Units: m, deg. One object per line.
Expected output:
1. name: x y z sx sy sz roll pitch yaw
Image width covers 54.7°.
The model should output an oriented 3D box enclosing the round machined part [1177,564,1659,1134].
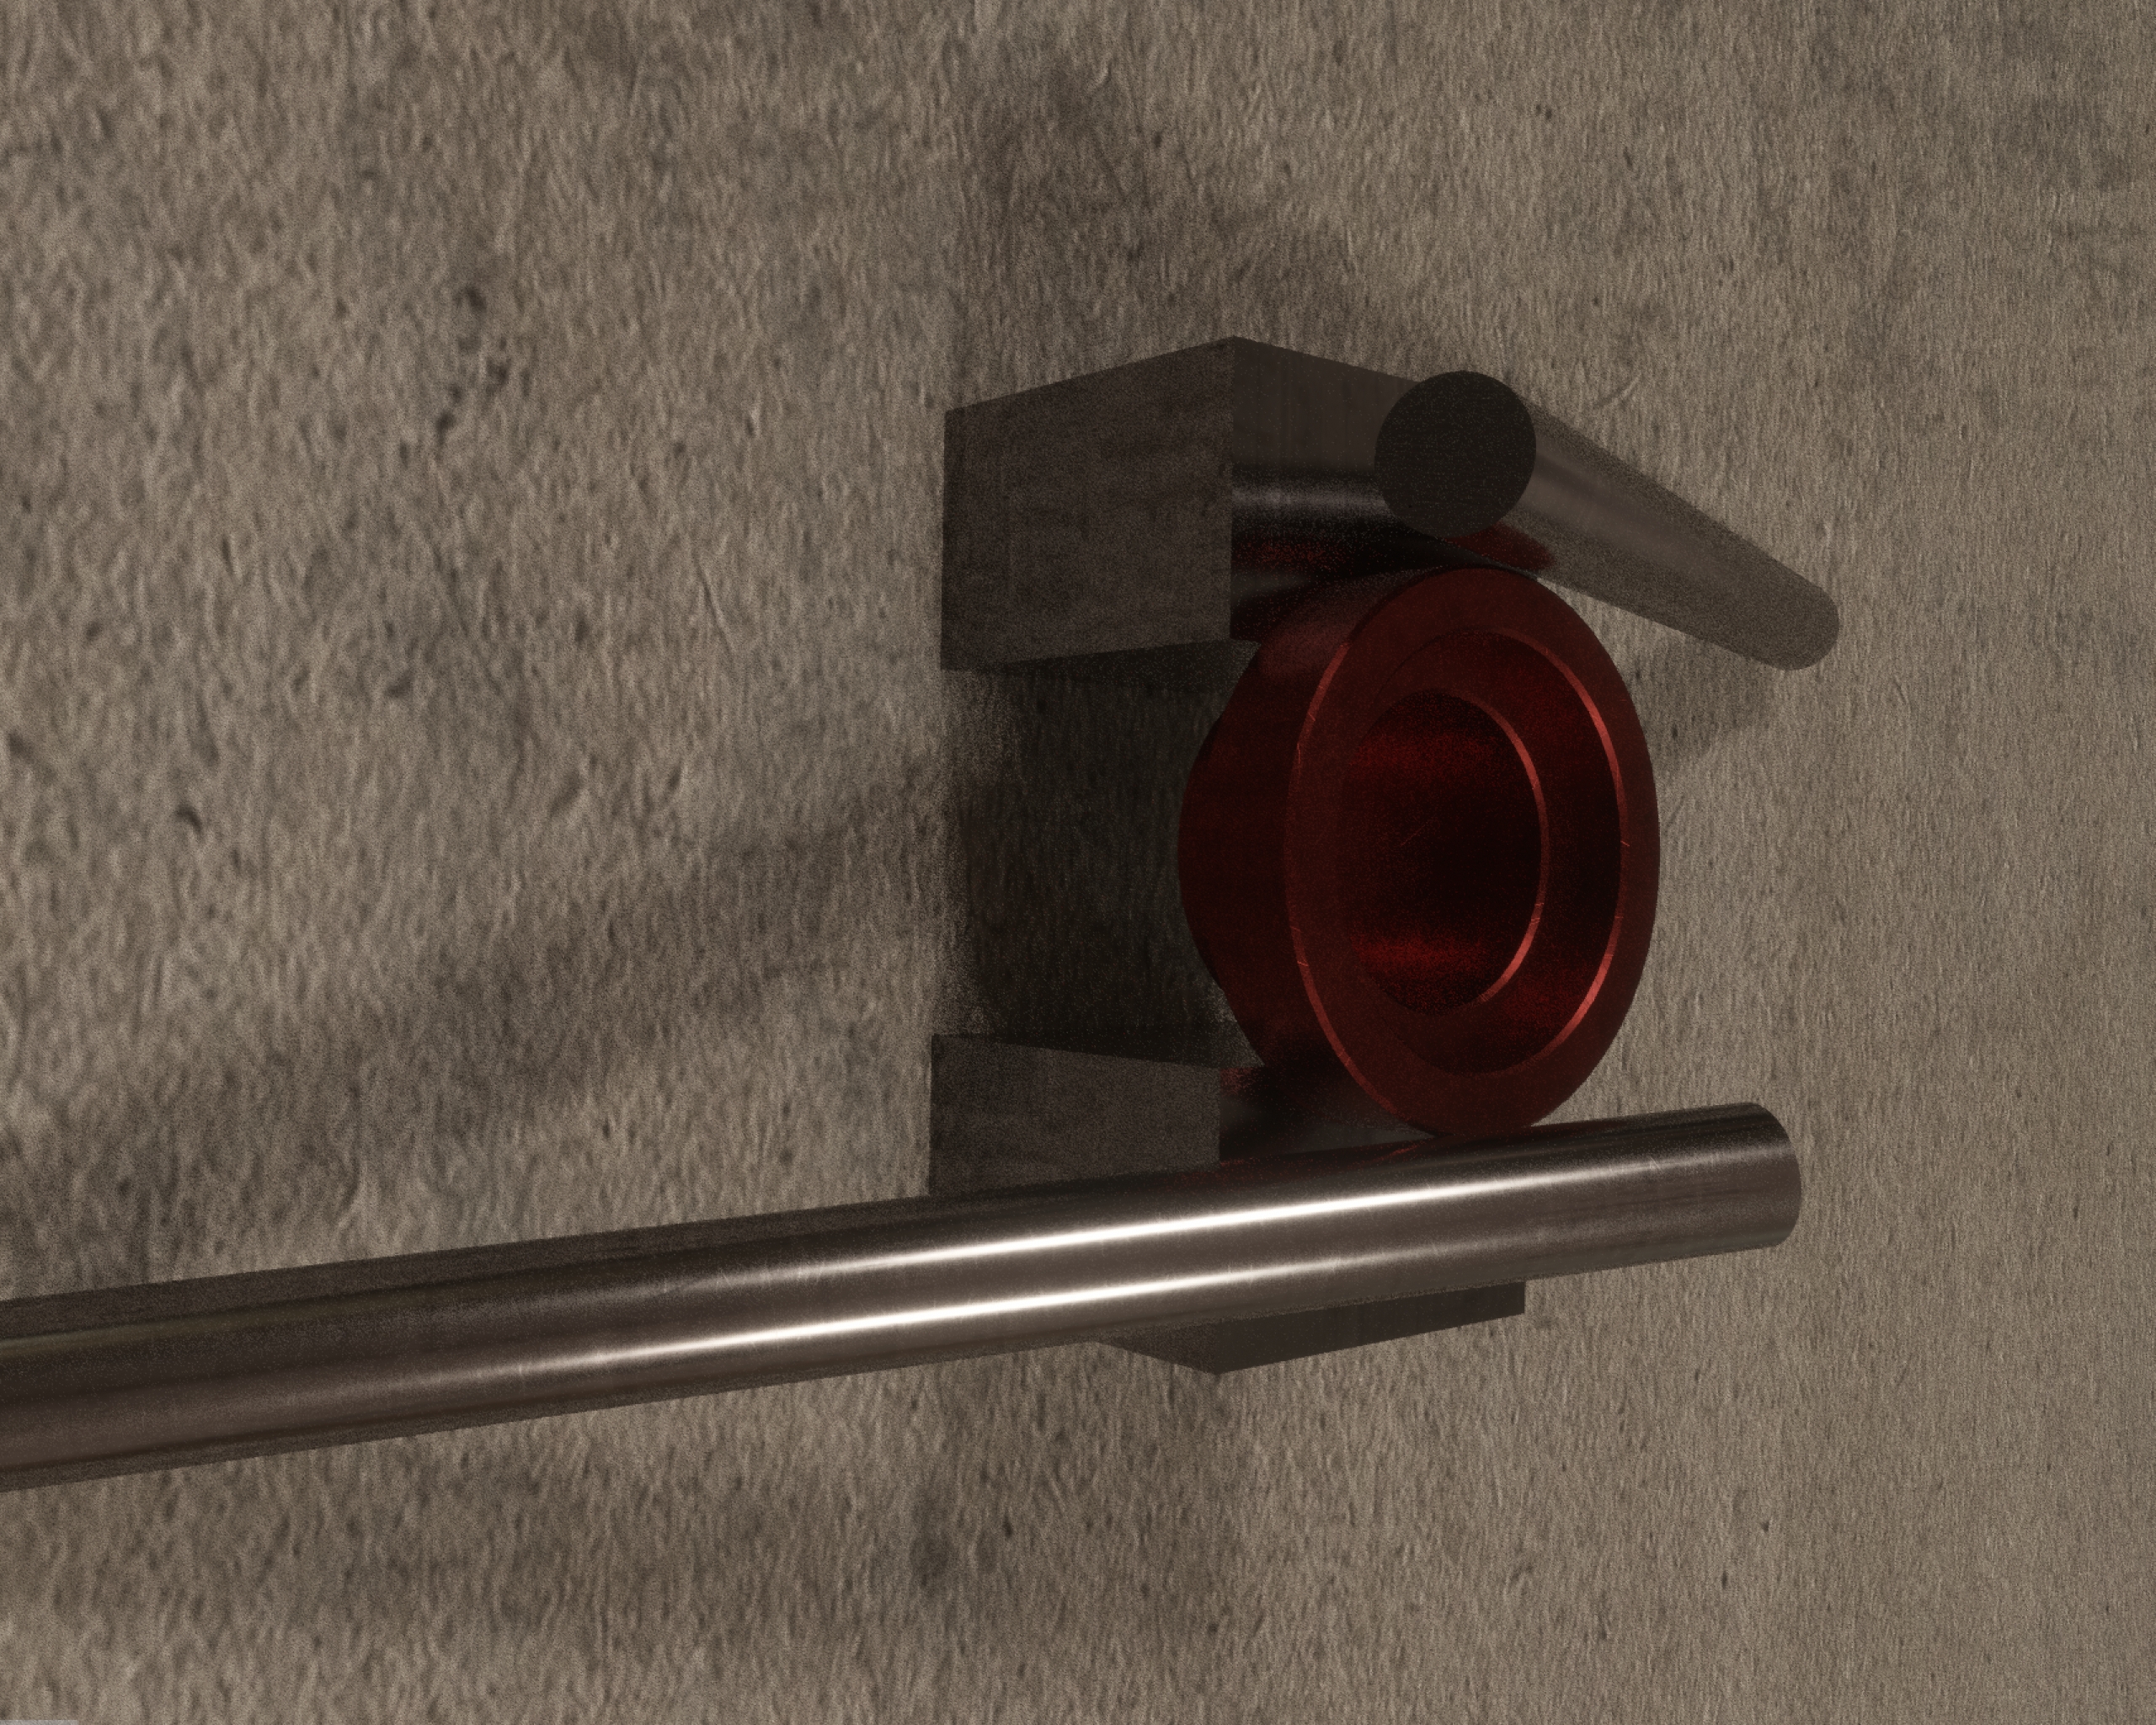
1. round machined part: 0.056 -0.002 0.368 0.099 0.042 0.097 0 90 -40

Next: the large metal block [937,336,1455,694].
1. large metal block: 0.030 -0.061 0.397 0.081 0.080 0.050 1 89 -40

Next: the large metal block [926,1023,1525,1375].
1. large metal block: 0.028 0.059 0.396 0.081 0.080 0.050 1 89 -40

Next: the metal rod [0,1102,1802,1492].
1. metal rod: -0.027 0.063 0.313 0.303 0.025 0.025 -4 93 -18

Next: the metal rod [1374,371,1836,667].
1. metal rod: 0.127 -0.063 0.445 0.301 0.025 0.025 -2 92 -62
